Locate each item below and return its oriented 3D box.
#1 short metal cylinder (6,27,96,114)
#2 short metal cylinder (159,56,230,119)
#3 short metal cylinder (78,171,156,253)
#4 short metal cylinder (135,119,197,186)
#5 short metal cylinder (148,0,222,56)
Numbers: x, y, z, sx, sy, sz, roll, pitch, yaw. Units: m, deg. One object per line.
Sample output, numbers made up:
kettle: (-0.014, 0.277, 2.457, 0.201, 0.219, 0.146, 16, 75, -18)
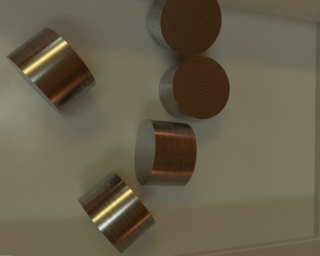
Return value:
short metal cylinder: (-0.117, -0.061, 0.338, 0.050, 0.080, 0.080, -45, 104, -14)
short metal cylinder: (0.045, -0.051, 0.413, 0.081, 0.050, 0.080, 0, 90, -20)
short metal cylinder: (-0.050, 0.097, 0.363, 0.050, 0.080, 0.080, -39, 103, -16)
short metal cylinder: (0.004, 0.031, 0.383, 0.050, 0.080, 0.080, 6, 88, -20)
short metal cylinder: (0.031, -0.136, 0.395, 0.081, 0.050, 0.079, -7, 113, -18)
